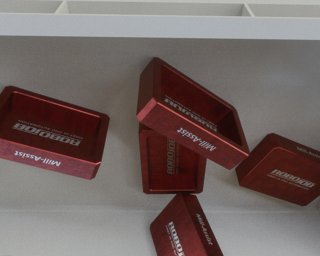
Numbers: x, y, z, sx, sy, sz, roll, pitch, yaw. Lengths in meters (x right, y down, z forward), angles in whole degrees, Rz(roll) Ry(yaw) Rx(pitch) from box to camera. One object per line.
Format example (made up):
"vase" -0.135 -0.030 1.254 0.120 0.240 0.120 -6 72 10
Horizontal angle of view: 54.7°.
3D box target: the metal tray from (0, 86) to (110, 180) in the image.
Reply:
"metal tray" -0.131 0.004 0.368 0.131 0.090 0.030 17 128 -14

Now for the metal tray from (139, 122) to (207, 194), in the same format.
"metal tray" 0.019 0.042 0.441 0.091 0.030 0.129 -1 130 0

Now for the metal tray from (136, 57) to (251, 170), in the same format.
"metal tray" 0.038 -0.017 0.352 0.131 0.090 0.030 29 124 -22

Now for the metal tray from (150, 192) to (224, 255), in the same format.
"metal tray" 0.035 0.167 0.433 0.030 0.130 0.090 19 120 -32

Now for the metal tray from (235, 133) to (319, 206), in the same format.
"metal tray" 0.193 0.066 0.464 0.131 0.030 0.089 20 127 -17
